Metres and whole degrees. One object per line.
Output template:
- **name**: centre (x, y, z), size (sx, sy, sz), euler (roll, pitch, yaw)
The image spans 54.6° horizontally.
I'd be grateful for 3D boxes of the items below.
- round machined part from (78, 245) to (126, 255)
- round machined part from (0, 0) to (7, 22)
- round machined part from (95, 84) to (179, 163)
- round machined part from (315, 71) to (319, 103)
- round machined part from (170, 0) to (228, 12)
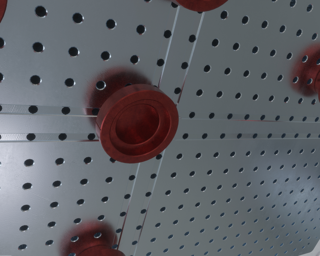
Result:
- **round machined part**: centre (-0.099, 0.224, 0.484), size (0.099, 0.042, 0.097), euler (-14, 124, -21)
- **round machined part**: centre (-0.172, -0.113, 0.236), size (0.099, 0.042, 0.097), euler (-14, 124, -21)
- **round machined part**: centre (-0.030, -0.009, 0.378), size (0.099, 0.042, 0.097), euler (-14, 124, -21)
- **round machined part**: centre (0.299, -0.078, 0.514), size (0.099, 0.042, 0.097), euler (-14, 124, -21)
- **round machined part**: centre (0.038, -0.172, 0.314), size (0.099, 0.042, 0.097), euler (-14, 124, -21)
